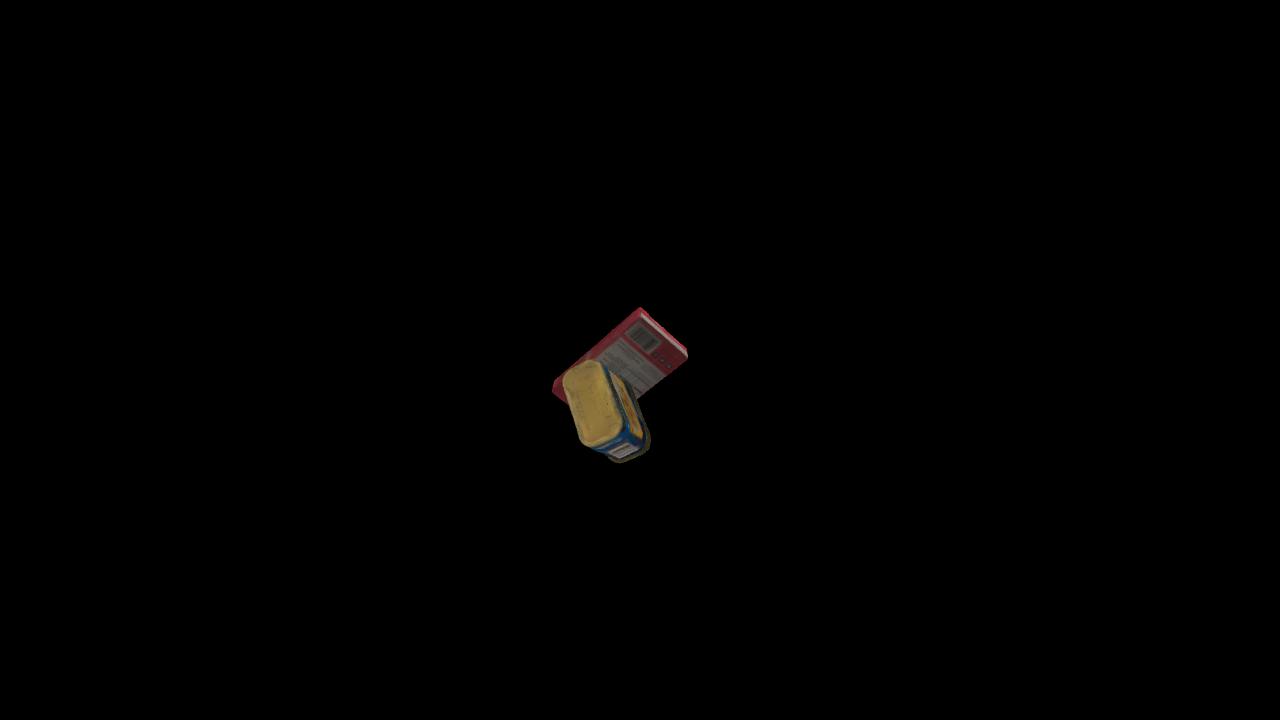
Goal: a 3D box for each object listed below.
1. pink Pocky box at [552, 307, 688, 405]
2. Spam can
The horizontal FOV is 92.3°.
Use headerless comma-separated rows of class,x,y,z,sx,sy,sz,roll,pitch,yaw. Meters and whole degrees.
pink Pocky box,-0.026,0.013,0.749,0.155,0.084,0.029,-40,25,22
Spam can,-0.038,0.058,0.695,0.058,0.101,0.085,-27,-26,10
